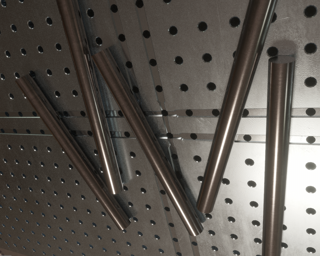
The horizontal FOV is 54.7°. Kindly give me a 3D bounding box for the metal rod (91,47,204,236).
[{"bbox_3d":[-0.010,0.031,0.434,0.025,0.025,0.299,-16,111,34],"label":"metal rod"}]

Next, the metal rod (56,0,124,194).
[{"bbox_3d":[-0.093,-0.030,0.439,0.025,0.025,0.298,5,121,25],"label":"metal rod"}]

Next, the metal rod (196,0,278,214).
[{"bbox_3d":[0.081,-0.009,0.362,0.025,0.025,0.298,19,126,16],"label":"metal rod"}]

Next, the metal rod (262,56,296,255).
[{"bbox_3d":[0.140,0.063,0.375,0.025,0.025,0.298,6,121,25],"label":"metal rod"}]

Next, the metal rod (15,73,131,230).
[{"bbox_3d":[-0.136,0.047,0.509,0.025,0.025,0.299,-20,108,35],"label":"metal rod"}]
